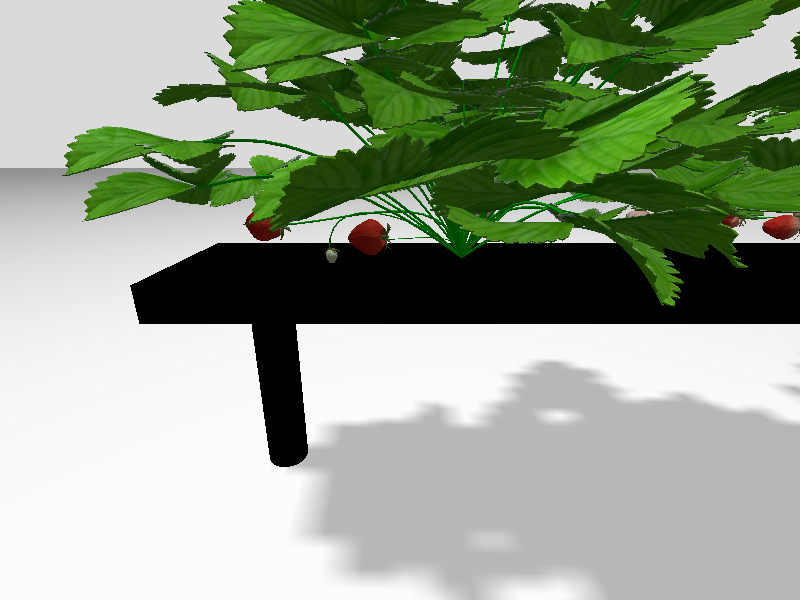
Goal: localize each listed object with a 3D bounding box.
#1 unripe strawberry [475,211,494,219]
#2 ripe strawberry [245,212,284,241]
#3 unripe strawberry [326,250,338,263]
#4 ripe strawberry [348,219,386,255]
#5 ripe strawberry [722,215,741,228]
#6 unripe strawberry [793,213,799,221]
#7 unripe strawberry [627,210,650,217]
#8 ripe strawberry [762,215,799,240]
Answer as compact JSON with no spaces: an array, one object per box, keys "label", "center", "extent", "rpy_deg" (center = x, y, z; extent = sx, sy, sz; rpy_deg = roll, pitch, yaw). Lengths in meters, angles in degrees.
[{"label":"unripe strawberry","center":[0.105,-0.117,0.525],"extent":[0.037,0.032,0.037],"rpy_deg":[5,20,14]},{"label":"ripe strawberry","center":[-0.142,-0.080,0.421],"extent":[0.040,0.035,0.040],"rpy_deg":[7,21,19]},{"label":"unripe strawberry","center":[-0.058,-0.037,0.340],"extent":[0.010,0.012,0.012],"rpy_deg":[-3,20,-8]},{"label":"ripe strawberry","center":[-0.031,-0.058,0.369],"extent":[0.034,0.033,0.032],"rpy_deg":[3,20,10]},{"label":"ripe strawberry","center":[0.407,-0.103,0.497],"extent":[0.031,0.028,0.028],"rpy_deg":[-12,23,-31]},{"label":"unripe strawberry","center":[0.541,-0.118,0.533],"extent":[0.026,0.030,0.029],"rpy_deg":[4,13,10]},{"label":"unripe strawberry","center":[0.269,-0.085,0.448],"extent":[0.032,0.031,0.030],"rpy_deg":[-9,22,-24]},{"label":"ripe strawberry","center":[0.409,-0.079,0.430],"extent":[0.030,0.025,0.030],"rpy_deg":[16,25,38]}]
